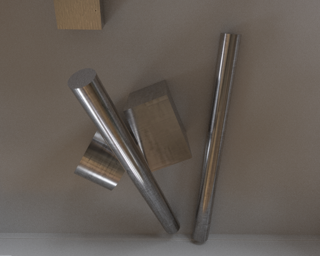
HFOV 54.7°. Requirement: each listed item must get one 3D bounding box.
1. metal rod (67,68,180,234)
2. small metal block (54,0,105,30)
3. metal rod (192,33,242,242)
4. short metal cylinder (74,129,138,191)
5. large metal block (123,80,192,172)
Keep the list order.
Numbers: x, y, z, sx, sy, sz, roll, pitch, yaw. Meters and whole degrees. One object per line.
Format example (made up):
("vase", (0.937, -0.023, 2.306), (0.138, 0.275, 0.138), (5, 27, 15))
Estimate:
("metal rod", (-0.023, 0.054, 0.361), (0.025, 0.025, 0.299), (-17, 137, 6))
("small metal block", (-0.092, -0.141, 0.353), (0.050, 0.025, 0.050), (1, 121, -1))
("metal rod", (0.073, 0.026, 0.422), (0.025, 0.025, 0.298), (4, 110, -2))
("short metal cylinder", (-0.067, 0.032, 0.393), (0.050, 0.080, 0.080), (28, 107, -10))
("large metal block", (-0.002, -0.006, 0.380), (0.050, 0.080, 0.080), (-21, 109, 7))
